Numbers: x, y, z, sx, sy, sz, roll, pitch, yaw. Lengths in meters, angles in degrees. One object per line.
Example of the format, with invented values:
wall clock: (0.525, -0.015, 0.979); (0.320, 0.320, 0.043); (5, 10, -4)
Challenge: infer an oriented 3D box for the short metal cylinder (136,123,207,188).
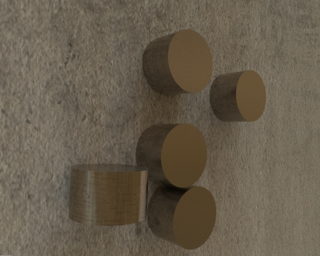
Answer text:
short metal cylinder: (0.016, 0.034, 0.404); (0.081, 0.050, 0.079); (0, 90, -40)

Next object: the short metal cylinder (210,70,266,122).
short metal cylinder: (0.126, -0.050, 0.497); (0.081, 0.050, 0.079); (0, 90, -40)

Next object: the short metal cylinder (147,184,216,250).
short metal cylinder: (0.030, 0.115, 0.416); (0.081, 0.050, 0.079); (0, 90, -40)

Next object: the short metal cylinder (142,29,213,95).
short metal cylinder: (0.024, -0.085, 0.411); (0.081, 0.050, 0.079); (0, 90, -40)

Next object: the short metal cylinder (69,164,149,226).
short metal cylinder: (-0.053, 0.066, 0.326); (0.081, 0.080, 0.050); (4, 88, -40)
